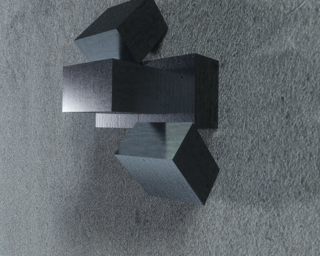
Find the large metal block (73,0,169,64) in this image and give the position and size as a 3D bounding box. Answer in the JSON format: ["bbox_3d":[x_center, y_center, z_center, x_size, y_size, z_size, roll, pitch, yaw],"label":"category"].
[{"bbox_3d":[-0.049,-0.122,0.401,0.080,0.050,0.080,1,47,40],"label":"large metal block"}]

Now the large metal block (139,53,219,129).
[{"bbox_3d":[0.021,-0.040,0.369,0.080,0.050,0.079,1,91,39],"label":"large metal block"}]

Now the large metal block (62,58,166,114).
[{"bbox_3d":[-0.050,-0.042,0.345,0.080,0.081,0.050,2,91,39],"label":"large metal block"}]

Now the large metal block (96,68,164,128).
[{"bbox_3d":[-0.041,-0.040,0.420,0.080,0.050,0.079,1,91,39],"label":"large metal block"}]

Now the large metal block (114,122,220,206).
[{"bbox_3d":[0.010,0.039,0.353,0.080,0.080,0.050,1,47,39],"label":"large metal block"}]
